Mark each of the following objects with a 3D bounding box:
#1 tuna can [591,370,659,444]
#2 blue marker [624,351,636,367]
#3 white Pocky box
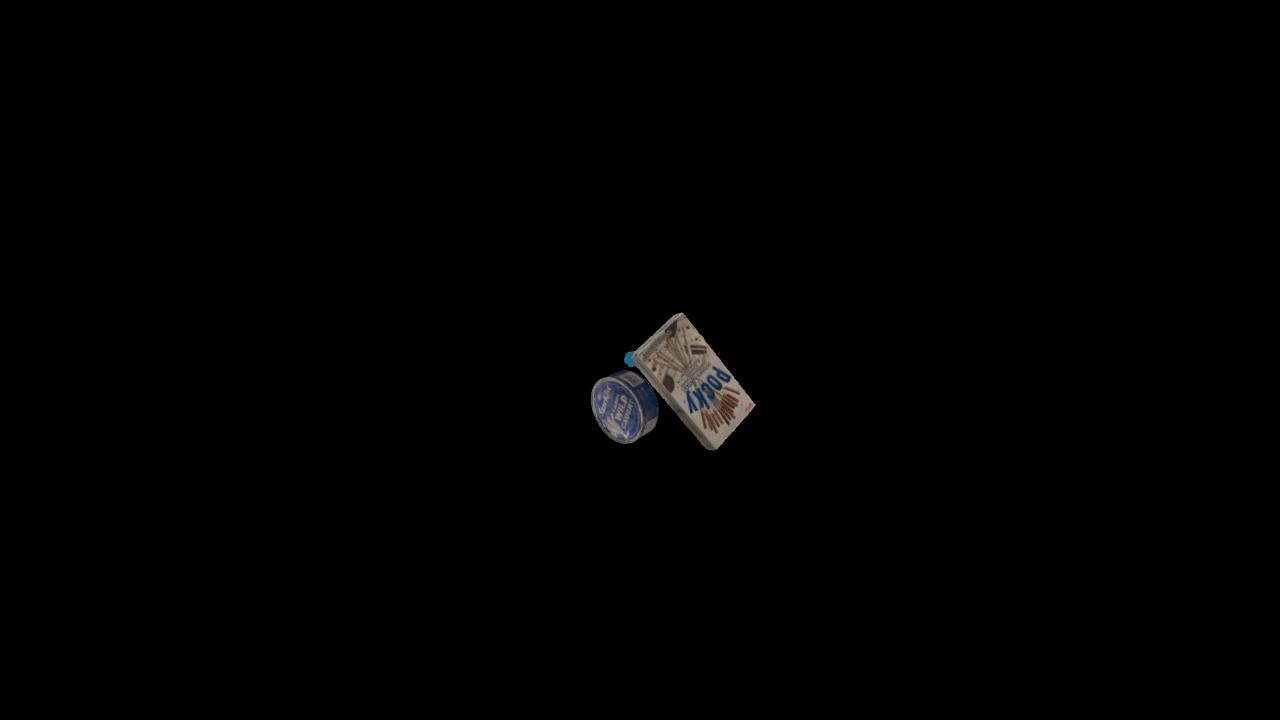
[{"bbox_3d":[-0.018,0.055,0.734,0.084,0.084,0.034,0,18,43],"label":"tuna can"},{"bbox_3d":[0.029,-0.011,0.765,0.121,0.020,0.020,-15,10,-39],"label":"blue marker"},{"bbox_3d":[0.066,0.027,0.749,0.084,0.154,0.028,-44,11,-22],"label":"white Pocky box"}]
